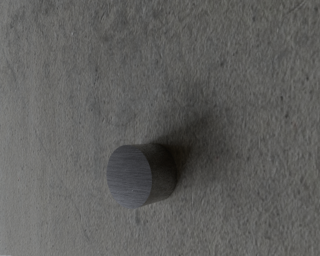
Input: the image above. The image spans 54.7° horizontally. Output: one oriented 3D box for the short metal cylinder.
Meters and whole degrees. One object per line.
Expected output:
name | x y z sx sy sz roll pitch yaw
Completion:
short metal cylinder | -0.024 0.061 0.407 0.080 0.050 0.079 0 90 39
